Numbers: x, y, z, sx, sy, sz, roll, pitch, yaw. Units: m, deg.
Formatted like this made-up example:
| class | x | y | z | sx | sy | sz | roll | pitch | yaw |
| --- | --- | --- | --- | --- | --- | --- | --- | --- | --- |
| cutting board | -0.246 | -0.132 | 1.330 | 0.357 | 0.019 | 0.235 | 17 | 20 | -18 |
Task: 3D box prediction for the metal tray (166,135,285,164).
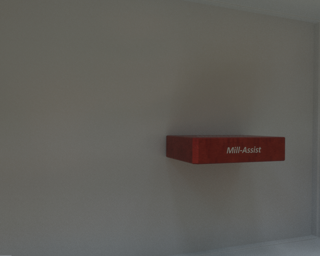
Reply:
| class | x | y | z | sx | sy | sz | roll | pitch | yaw |
| --- | --- | --- | --- | --- | --- | --- | --- | --- | --- |
| metal tray | 0.084 | 0.026 | 0.408 | 0.131 | 0.090 | 0.030 | 0 | 90 | -20 |
